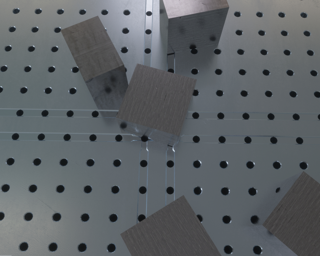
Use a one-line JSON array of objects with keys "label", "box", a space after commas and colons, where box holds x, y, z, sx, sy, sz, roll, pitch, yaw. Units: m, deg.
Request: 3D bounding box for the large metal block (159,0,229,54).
[{"label": "large metal block", "box": [0.044, -0.156, 0.440, 0.080, 0.080, 0.050, -13, 71, -5]}]

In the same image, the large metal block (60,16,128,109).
[{"label": "large metal block", "box": [-0.083, -0.085, 0.413, 0.050, 0.080, 0.080, -25, 72, -9]}]

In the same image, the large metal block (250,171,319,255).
[{"label": "large metal block", "box": [0.167, 0.111, 0.359, 0.080, 0.050, 0.080, 41, 75, 13]}]

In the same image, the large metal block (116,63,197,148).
[{"label": "large metal block", "box": [-0.003, -0.029, 0.409, 0.080, 0.050, 0.080, 16, 71, 6]}]

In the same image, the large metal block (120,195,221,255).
[{"label": "large metal block", "box": [0.013, 0.134, 0.350, 0.080, 0.050, 0.080, -30, 73, -10]}]
